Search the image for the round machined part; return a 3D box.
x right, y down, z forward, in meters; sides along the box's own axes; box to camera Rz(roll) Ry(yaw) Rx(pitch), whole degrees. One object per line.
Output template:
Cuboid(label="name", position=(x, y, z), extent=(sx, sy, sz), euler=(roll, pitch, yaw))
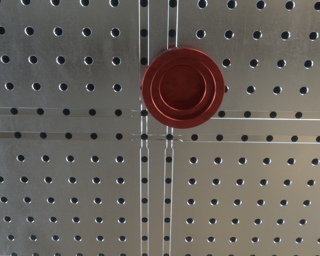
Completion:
Cuboid(label="round machined part", position=(0.027, -0.052, 0.385), extent=(0.099, 0.042, 0.097), euler=(0, 110, 0))
